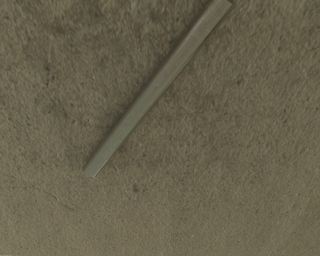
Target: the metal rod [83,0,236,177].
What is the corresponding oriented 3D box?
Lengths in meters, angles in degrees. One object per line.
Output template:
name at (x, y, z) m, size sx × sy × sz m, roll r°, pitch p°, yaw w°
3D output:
metal rod at (-0.019, -0.032, 0.379) m, size 0.025 × 0.025 × 0.298 m, roll 27°, pitch 125°, yaw -22°
